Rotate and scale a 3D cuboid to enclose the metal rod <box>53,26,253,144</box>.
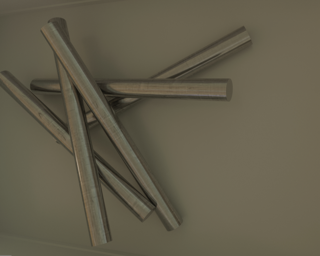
[{"bbox_3d":[-0.023,-0.049,0.417,0.300,0.025,0.025,-26,82,17],"label":"metal rod"}]

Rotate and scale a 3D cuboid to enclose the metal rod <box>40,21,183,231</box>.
[{"bbox_3d":[-0.060,0.000,0.396,0.025,0.025,0.299,-31,93,17],"label":"metal rod"}]

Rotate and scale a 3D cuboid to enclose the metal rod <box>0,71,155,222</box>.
[{"bbox_3d":[-0.125,0.016,0.425,0.300,0.025,0.025,40,102,16],"label":"metal rod"}]

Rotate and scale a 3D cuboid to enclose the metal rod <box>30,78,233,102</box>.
[{"bbox_3d":[-0.057,-0.052,0.405,0.300,0.025,0.025,5,92,28],"label":"metal rod"}]

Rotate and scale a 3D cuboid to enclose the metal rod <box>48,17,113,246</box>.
[{"bbox_3d":[-0.105,-0.005,0.397,0.025,0.025,0.299,-19,76,18],"label":"metal rod"}]
